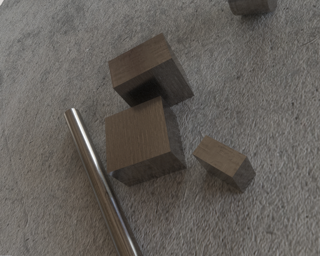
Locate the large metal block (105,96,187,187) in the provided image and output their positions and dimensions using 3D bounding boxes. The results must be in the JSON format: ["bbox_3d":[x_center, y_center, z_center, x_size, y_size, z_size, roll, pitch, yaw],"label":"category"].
[{"bbox_3d":[-0.019,0.018,0.387,0.080,0.050,0.080,-20,54,16],"label":"large metal block"}]

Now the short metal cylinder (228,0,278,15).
[{"bbox_3d":[0.128,-0.198,0.423,0.050,0.080,0.080,6,65,31],"label":"short metal cylinder"}]

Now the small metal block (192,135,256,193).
[{"bbox_3d":[0.069,0.039,0.328,0.050,0.050,0.025,30,78,37],"label":"small metal block"}]

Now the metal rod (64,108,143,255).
[{"bbox_3d":[-0.074,0.076,0.396,0.025,0.025,0.300,-37,51,4],"label":"metal rod"}]

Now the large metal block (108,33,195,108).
[{"bbox_3d":[-0.010,-0.066,0.414,0.080,0.080,0.050,-25,53,13],"label":"large metal block"}]
